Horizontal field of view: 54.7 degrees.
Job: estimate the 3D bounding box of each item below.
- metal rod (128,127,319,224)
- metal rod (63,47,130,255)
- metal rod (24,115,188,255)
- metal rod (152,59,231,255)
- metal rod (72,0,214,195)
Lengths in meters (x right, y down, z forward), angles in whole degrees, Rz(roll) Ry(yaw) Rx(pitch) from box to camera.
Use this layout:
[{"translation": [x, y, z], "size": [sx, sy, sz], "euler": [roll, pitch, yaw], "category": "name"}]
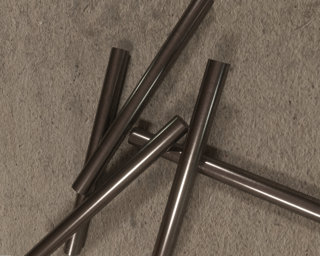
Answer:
[{"translation": [0.097, 0.062, 0.374], "size": [0.301, 0.025, 0.025], "euler": [21, 97, 18], "category": "metal rod"}, {"translation": [-0.091, 0.036, 0.439], "size": [0.025, 0.025, 0.298], "euler": [16, 95, 19], "category": "metal rod"}, {"translation": [-0.078, 0.092, 0.407], "size": [0.299, 0.025, 0.025], "euler": [-43, 77, 14], "category": "metal rod"}, {"translation": [0.028, 0.067, 0.374], "size": [0.025, 0.025, 0.298], "euler": [20, 105, 18], "category": "metal rod"}, {"translation": [-0.025, -0.040, 0.403], "size": [0.025, 0.025, 0.299], "euler": [35, 96, 16], "category": "metal rod"}]
